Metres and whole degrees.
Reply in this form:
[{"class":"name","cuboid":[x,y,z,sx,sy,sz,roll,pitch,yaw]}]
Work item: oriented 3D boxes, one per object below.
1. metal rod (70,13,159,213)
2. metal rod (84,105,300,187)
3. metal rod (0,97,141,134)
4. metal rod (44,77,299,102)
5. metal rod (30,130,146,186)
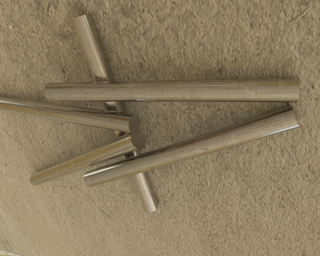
[{"class":"metal rod","cuboid":[-0.055,-0.005,0.433,0.025,0.025,0.298,-3,117,29]},{"class":"metal rod","cuboid":[0.019,0.032,0.397,0.300,0.025,0.025,-20,108,28]},{"class":"metal rod","cuboid":[-0.160,-0.025,0.457,0.300,0.025,0.025,9,122,30]},{"class":"metal rod","cuboid":[-0.003,-0.043,0.361,0.301,0.025,0.025,2,120,19]},{"class":"metal rod","cuboid":[-0.132,0.056,0.492,0.299,0.025,0.025,-22,107,41]}]
